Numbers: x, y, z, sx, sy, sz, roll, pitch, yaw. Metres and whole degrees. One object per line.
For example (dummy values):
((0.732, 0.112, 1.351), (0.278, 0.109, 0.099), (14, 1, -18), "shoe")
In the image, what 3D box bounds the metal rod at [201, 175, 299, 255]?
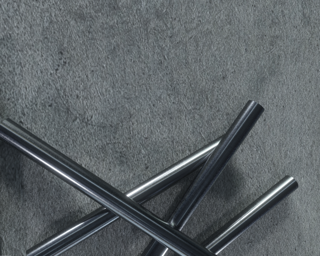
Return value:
((0.084, 0.160, 0.439), (0.302, 0.025, 0.025), (-32, 101, -17), "metal rod")

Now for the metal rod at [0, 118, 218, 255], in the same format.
((-0.054, 0.085, 0.364), (0.301, 0.025, 0.025), (35, 79, -7), "metal rod")

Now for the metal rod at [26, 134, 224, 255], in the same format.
((-0.021, 0.083, 0.401), (0.302, 0.025, 0.025), (-28, 100, -18), "metal rod")

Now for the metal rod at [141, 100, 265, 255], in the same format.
((0.043, 0.091, 0.405), (0.025, 0.025, 0.300), (37, 85, -17), "metal rod")
